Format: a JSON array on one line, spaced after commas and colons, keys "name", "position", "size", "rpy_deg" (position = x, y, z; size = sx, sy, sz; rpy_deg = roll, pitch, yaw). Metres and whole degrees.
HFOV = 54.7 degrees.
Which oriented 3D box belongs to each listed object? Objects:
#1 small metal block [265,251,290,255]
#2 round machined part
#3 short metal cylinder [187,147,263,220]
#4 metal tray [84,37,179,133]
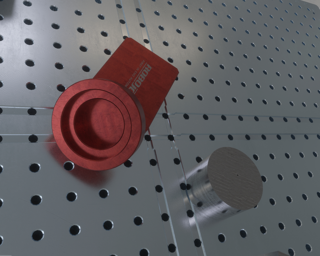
[{"name": "small metal block", "position": [0.156, 0.186, 0.378], "size": [0.050, 0.025, 0.050], "rpy_deg": [26, 53, -12]}, {"name": "round machined part", "position": [-0.064, -0.005, 0.343], "size": [0.098, 0.098, 0.042], "rpy_deg": [42, 12, 0]}, {"name": "short metal cylinder", "position": [0.081, 0.071, 0.393], "size": [0.081, 0.050, 0.080], "rpy_deg": [14, 56, -21]}, {"name": "metal tray", "position": [-0.037, -0.056, 0.419], "size": [0.090, 0.030, 0.130], "rpy_deg": [33, 51, -7]}]
